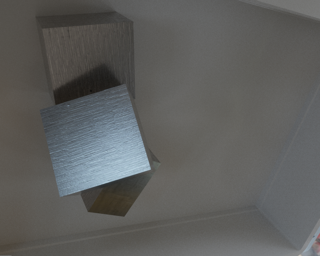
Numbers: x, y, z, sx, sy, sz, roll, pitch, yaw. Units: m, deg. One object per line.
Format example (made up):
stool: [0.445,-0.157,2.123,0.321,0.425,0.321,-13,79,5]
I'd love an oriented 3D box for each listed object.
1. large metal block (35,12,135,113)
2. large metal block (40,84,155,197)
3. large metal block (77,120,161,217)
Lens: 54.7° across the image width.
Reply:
large metal block: [-0.073,-0.068,0.311,0.081,0.050,0.079,-13,124,-22]
large metal block: [-0.056,0.014,0.294,0.080,0.080,0.050,-17,169,0]
large metal block: [-0.057,0.045,0.369,0.050,0.080,0.080,23,106,-41]
